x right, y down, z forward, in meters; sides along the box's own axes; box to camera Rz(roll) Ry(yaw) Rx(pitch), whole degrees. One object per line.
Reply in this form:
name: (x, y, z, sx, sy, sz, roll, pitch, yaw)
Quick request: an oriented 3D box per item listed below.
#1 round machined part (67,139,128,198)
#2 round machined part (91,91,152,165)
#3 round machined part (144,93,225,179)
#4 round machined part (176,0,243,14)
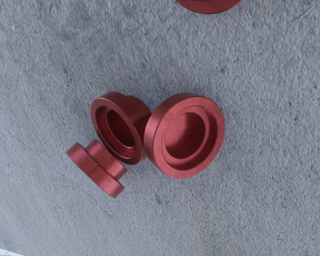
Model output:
round machined part: (-0.085, 0.054, 0.453, 0.098, 0.042, 0.098, 42, 169, 10)
round machined part: (-0.043, -0.004, 0.404, 0.098, 0.042, 0.097, 30, 139, 31)
round machined part: (0.024, 0.006, 0.362, 0.042, 0.099, 0.097, 30, 139, 54)
round machined part: (0.043, -0.153, 0.278, 0.098, 0.042, 0.097, 13, 124, 21)
